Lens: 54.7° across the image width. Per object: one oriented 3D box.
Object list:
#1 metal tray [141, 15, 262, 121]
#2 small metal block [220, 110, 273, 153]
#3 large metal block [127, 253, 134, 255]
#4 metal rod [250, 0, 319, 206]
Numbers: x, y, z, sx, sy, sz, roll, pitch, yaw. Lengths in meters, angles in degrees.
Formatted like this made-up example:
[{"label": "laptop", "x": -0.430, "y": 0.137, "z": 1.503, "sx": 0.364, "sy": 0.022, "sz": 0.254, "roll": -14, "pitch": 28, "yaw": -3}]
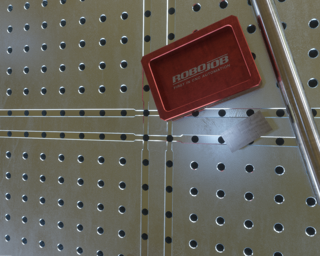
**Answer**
[{"label": "metal tray", "x": 0.050, "y": -0.071, "z": 0.391, "sx": 0.130, "sy": 0.030, "sz": 0.090, "roll": -21, "pitch": 83, "yaw": 18}, {"label": "small metal block", "x": 0.103, "y": 0.004, "z": 0.363, "sx": 0.050, "sy": 0.050, "sz": 0.025, "roll": -33, "pitch": 79, "yaw": 17}, {"label": "large metal block", "x": -0.028, "y": 0.229, "z": 0.409, "sx": 0.080, "sy": 0.050, "sz": 0.080, "roll": 19, "pitch": 96, "yaw": 19}, {"label": "metal rod", "x": 0.148, "y": -0.060, "z": 0.360, "sx": 0.025, "sy": 0.025, "sz": 0.299, "roll": -18, "pitch": 84, "yaw": 19}]
